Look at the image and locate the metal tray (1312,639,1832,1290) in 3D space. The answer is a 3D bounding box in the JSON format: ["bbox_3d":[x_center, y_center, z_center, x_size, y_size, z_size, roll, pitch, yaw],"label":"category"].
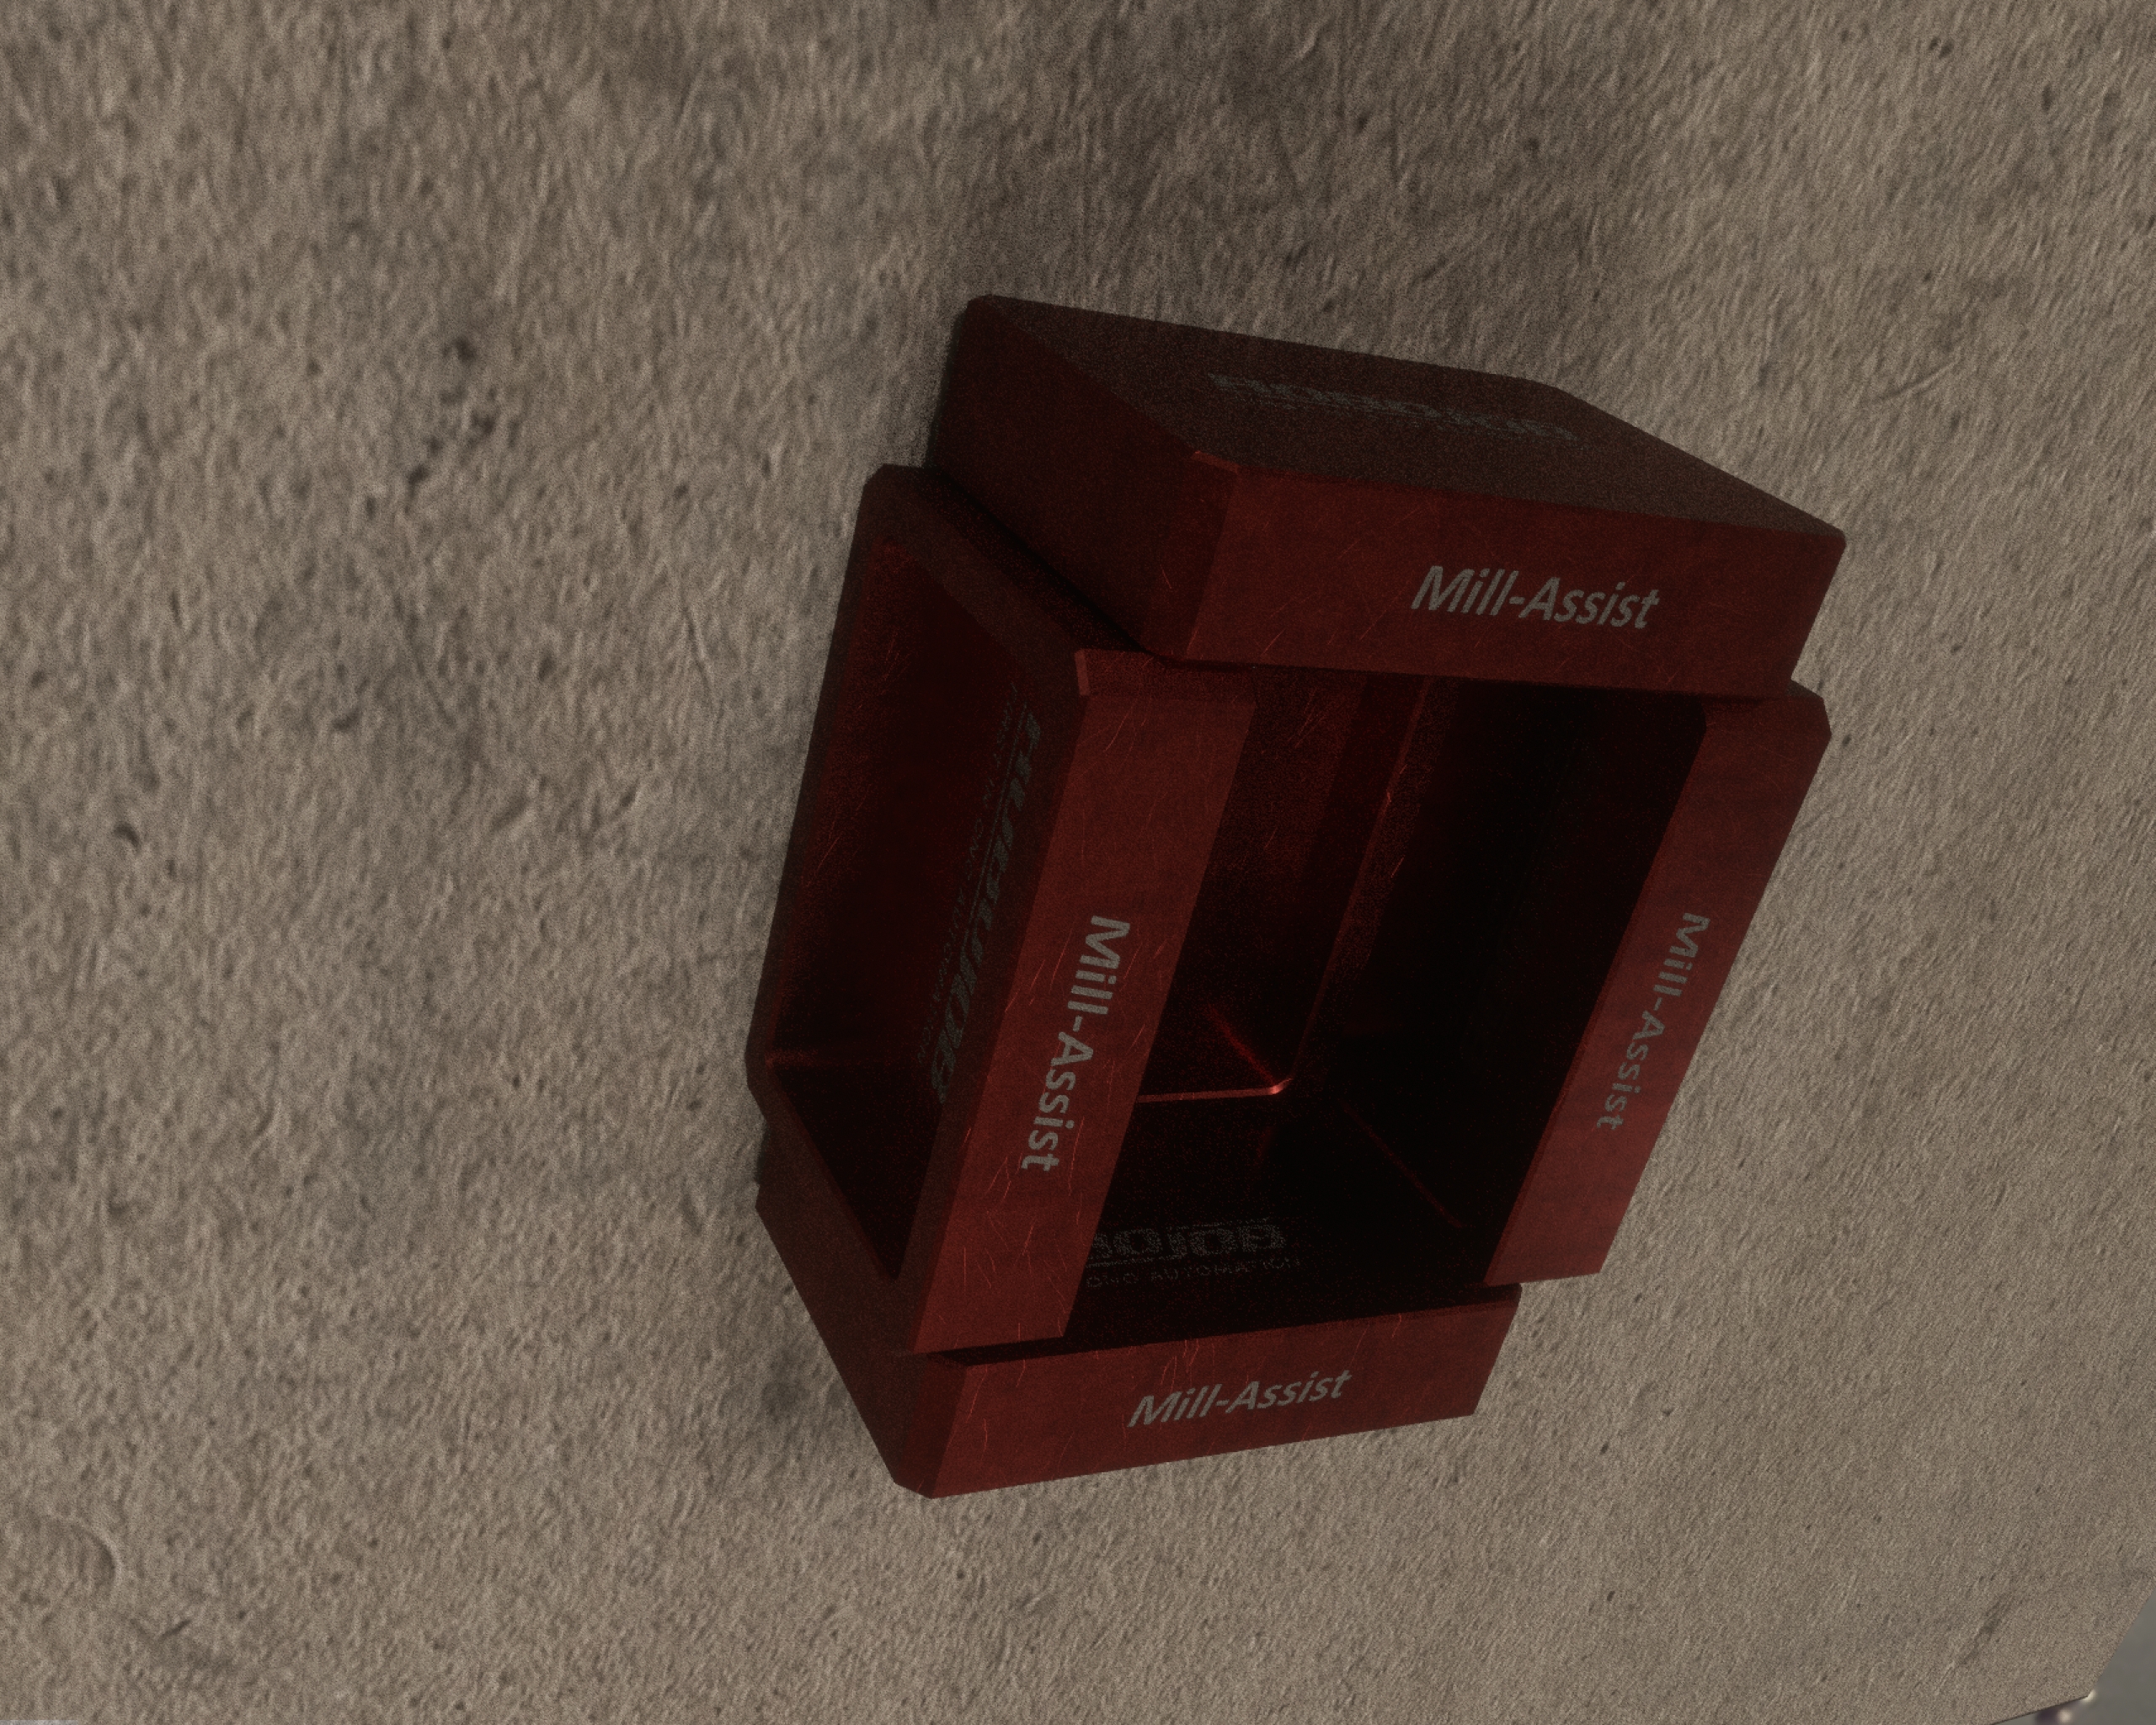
[{"bbox_3d":[0.087,0.008,0.420,0.030,0.090,0.129,1,118,-29],"label":"metal tray"}]

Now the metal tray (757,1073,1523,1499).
[{"bbox_3d":[0.012,0.078,0.422,0.131,0.090,0.030,1,118,-29],"label":"metal tray"}]

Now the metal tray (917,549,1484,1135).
[{"bbox_3d":[0.021,-0.007,0.413,0.091,0.030,0.129,1,118,-29],"label":"metal tray"}]

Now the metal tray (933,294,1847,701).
[{"bbox_3d":[0.052,-0.062,0.357,0.131,0.090,0.030,1,118,-29],"label":"metal tray"}]

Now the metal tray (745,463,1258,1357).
[{"bbox_3d":[-0.019,0.007,0.361,0.030,0.090,0.129,1,118,-29],"label":"metal tray"}]
